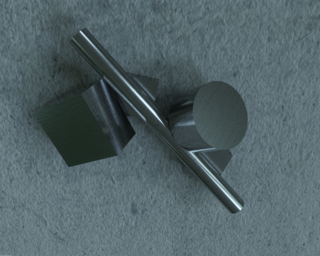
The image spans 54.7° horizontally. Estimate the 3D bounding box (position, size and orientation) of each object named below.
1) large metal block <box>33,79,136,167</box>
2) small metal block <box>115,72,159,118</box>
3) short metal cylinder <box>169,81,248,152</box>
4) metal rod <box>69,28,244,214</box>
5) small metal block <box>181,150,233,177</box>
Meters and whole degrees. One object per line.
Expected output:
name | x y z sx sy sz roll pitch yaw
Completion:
large metal block | -0.090 -0.005 0.377 0.080 0.050 0.080 -15 112 30
small metal block | -0.031 -0.042 0.396 0.050 0.025 0.050 11 110 -5
short metal cylinder | 0.058 -0.011 0.373 0.081 0.050 0.080 5 80 -29
metal rod | 0.007 0.002 0.385 0.025 0.025 0.300 -39 106 13
small metal block | 0.064 0.044 0.429 0.050 0.025 0.050 23 108 -9
